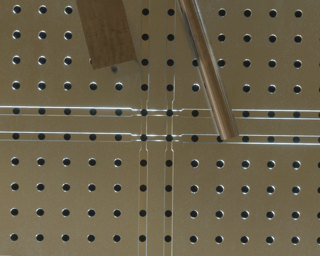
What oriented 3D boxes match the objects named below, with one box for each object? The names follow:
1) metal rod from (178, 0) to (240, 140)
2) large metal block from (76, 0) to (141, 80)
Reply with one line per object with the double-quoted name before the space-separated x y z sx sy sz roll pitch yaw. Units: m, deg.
"metal rod" 0.050 -0.130 0.413 0.025 0.025 0.298 -17 90 0
"large metal block" -0.060 -0.110 0.385 0.050 0.080 0.080 -14 90 0
